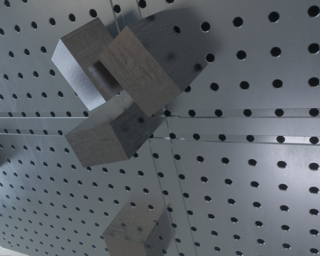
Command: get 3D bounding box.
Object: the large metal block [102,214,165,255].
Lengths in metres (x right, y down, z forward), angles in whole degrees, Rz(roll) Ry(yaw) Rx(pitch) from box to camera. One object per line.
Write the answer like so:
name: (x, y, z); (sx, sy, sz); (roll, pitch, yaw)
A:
large metal block: (-0.045, 0.205, 0.546); (0.080, 0.050, 0.080); (3, 120, 26)

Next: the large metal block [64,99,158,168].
large metal block: (-0.062, 0.005, 0.412); (0.080, 0.080, 0.050); (-13, 112, 33)

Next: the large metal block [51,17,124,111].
large metal block: (-0.080, -0.072, 0.373); (0.080, 0.050, 0.080); (55, 157, -11)

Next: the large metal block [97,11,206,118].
large metal block: (-0.005, -0.071, 0.334); (0.050, 0.080, 0.080); (-35, 99, 37)
